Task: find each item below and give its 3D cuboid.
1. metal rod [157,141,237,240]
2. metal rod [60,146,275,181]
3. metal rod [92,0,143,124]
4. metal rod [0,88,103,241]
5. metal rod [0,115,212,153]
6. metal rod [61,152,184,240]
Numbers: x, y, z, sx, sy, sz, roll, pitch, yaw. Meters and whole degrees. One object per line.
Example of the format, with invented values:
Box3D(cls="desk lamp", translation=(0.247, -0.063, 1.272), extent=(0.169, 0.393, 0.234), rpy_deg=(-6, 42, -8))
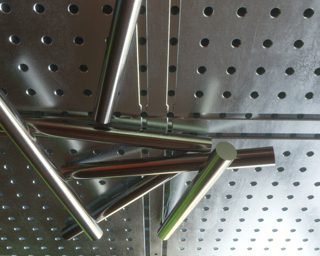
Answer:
Box3D(cls="metal rod", translation=(0.041, 0.112, 0.463), extent=(0.025, 0.025, 0.298), rpy_deg=(10, 143, -9))
Box3D(cls="metal rod", translation=(0.000, 0.052, 0.432), extent=(0.301, 0.025, 0.025), rpy_deg=(-6, 130, 14))
Box3D(cls="metal rod", translation=(-0.031, -0.123, 0.306), extent=(0.025, 0.025, 0.298), rpy_deg=(13, 129, -11))
Box3D(cls="metal rod", translation=(-0.149, 0.072, 0.436), extent=(0.025, 0.025, 0.299), rpy_deg=(-12, 129, 10))
Box3D(cls="metal rod", translation=(-0.080, 0.007, 0.416), extent=(0.302, 0.025, 0.025), rpy_deg=(7, 130, -6))
Box3D(cls="metal rod", translation=(-0.063, 0.118, 0.511), extent=(0.299, 0.025, 0.025), rpy_deg=(-36, 122, 26))
